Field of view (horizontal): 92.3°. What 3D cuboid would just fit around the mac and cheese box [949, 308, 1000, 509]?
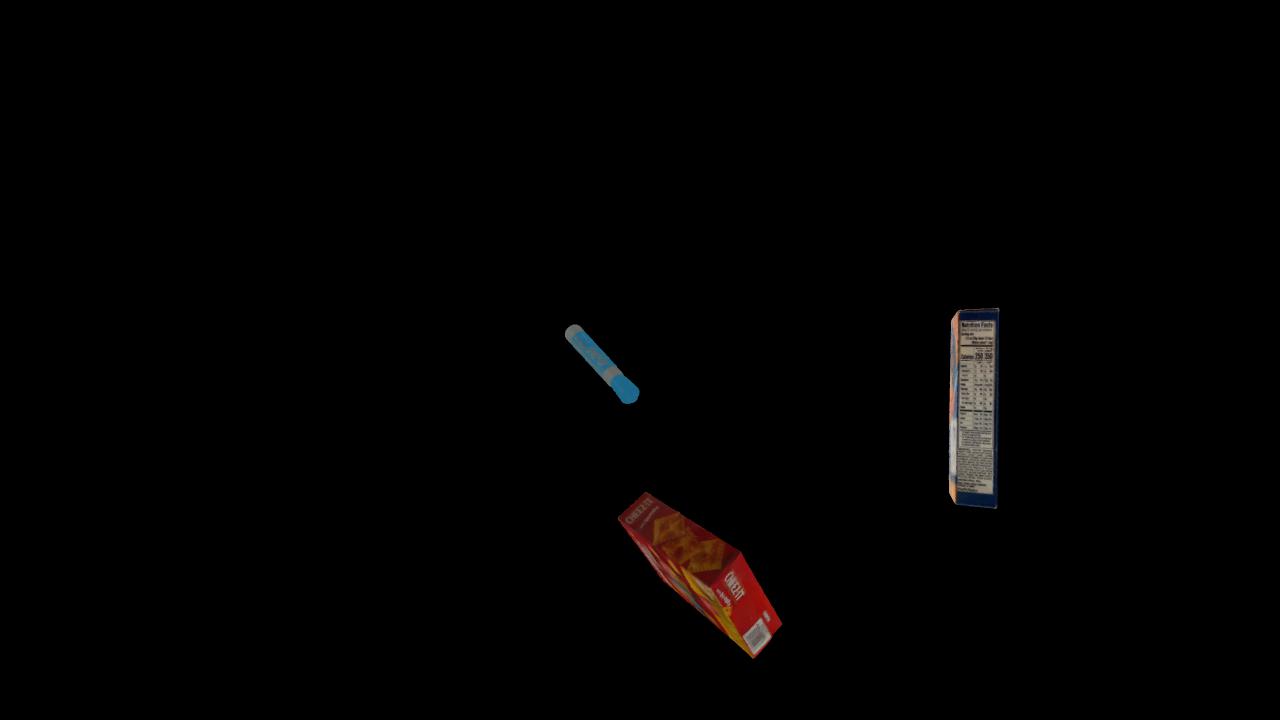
[{"bbox_3d":[0.328,0.047,0.607,0.041,0.184,0.093,1,-3,25],"label":"mac and cheese box"}]

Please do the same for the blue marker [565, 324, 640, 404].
[{"bbox_3d":[-0.036,0.003,0.575,0.020,0.020,0.121,0,31,-37],"label":"blue marker"}]

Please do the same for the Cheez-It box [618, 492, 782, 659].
[{"bbox_3d":[0.082,0.302,0.890,0.071,0.166,0.223,-41,29,-20],"label":"Cheez-It box"}]
